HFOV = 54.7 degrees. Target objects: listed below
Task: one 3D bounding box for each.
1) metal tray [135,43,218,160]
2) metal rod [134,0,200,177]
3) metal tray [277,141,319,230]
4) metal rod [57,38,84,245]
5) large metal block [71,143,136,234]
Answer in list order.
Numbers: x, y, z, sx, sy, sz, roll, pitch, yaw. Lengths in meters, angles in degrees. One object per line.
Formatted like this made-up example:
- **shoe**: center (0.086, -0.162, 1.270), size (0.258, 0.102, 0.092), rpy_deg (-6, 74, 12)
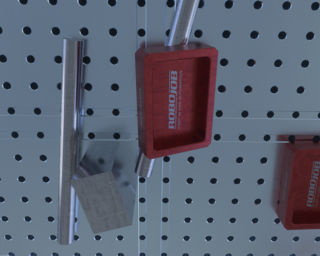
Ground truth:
- **metal tray**: center (0.020, -0.032, 0.375), size (0.091, 0.030, 0.129), rpy_deg (-11, 118, -20)
- **metal rod**: center (0.013, -0.073, 0.386), size (0.025, 0.025, 0.298), rpy_deg (13, 109, -5)
- **metal tray**: center (0.225, 0.083, 0.444), size (0.091, 0.030, 0.129), rpy_deg (-2, 110, 0)
- **metal rod**: center (-0.124, 0.032, 0.423), size (0.025, 0.025, 0.298), rpy_deg (7, 110, -3)
- **large metal block**: center (-0.070, 0.078, 0.412), size (0.050, 0.080, 0.080), rpy_deg (-15, 110, 5)
